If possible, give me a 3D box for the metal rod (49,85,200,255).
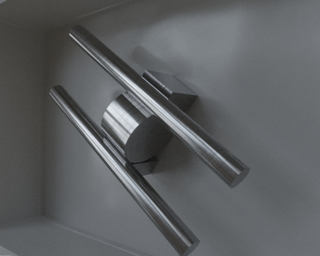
[{"bbox_3d":[-0.062,0.034,0.390,0.300,0.025,0.025,43,116,31],"label":"metal rod"}]

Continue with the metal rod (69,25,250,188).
[{"bbox_3d":[-0.021,-0.043,0.356,0.300,0.025,0.025,43,116,31],"label":"metal rod"}]

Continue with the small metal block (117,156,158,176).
[{"bbox_3d":[-0.040,0.040,0.419,0.050,0.050,0.025,44,117,30],"label":"small metal block"}]

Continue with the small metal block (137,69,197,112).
[{"bbox_3d":[0.009,-0.045,0.379,0.050,0.050,0.025,44,117,30],"label":"small metal block"}]

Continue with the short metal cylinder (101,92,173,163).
[{"bbox_3d":[-0.025,-0.003,0.388,0.050,0.081,0.080,44,116,31],"label":"short metal cylinder"}]
